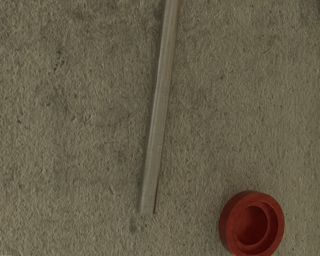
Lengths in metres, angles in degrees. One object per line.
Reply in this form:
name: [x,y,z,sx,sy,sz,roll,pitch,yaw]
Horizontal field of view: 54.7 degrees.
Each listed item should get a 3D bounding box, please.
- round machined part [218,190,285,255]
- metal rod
round machined part: [0.127,0.139,0.449,0.099,0.042,0.097,0,90,-21]
metal rod: [0.000,-0.039,0.409,0.025,0.025,0.298,8,87,-20]
